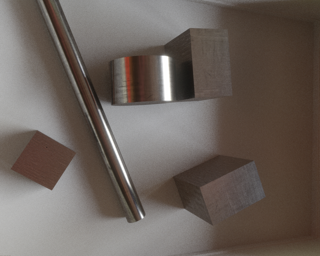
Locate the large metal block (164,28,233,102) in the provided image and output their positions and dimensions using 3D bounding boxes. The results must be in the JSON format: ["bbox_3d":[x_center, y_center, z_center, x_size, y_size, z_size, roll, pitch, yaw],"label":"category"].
[{"bbox_3d":[0.047,-0.077,0.400,0.050,0.080,0.079,-5,92,-20],"label":"large metal block"}]

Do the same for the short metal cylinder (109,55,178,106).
[{"bbox_3d":[-0.020,-0.055,0.375,0.081,0.080,0.050,-4,92,-20],"label":"short metal cylinder"}]

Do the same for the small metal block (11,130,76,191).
[{"bbox_3d":[-0.135,0.037,0.361,0.050,0.025,0.050,34,79,-17],"label":"small metal block"}]

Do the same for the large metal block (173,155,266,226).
[{"bbox_3d":[0.076,0.077,0.411,0.081,0.080,0.050,-22,98,-19],"label":"large metal block"}]

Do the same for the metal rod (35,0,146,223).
[{"bbox_3d":[-0.083,-0.022,0.380,0.025,0.025,0.298,-24,98,-19],"label":"metal rod"}]
